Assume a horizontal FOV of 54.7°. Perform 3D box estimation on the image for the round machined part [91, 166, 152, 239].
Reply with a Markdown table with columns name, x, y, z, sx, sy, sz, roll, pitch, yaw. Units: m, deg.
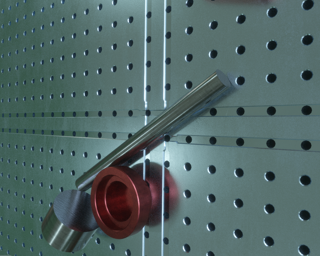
| name | x | y | z | sx | sy | sz | roll | pitch | yaw |
| --- | --- | --- | --- | --- | --- | --- | --- | --- | --- |
| round machined part | -0.051 | 0.102 | 0.438 | 0.098 | 0.042 | 0.097 | 0 | 90 | 39 |

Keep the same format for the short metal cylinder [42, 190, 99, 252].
| name | x | y | z | sx | sy | sz | roll | pitch | yaw |
| --- | --- | --- | --- | --- | --- | --- | --- | --- | --- |
| short metal cylinder | -0.135 | 0.143 | 0.482 | 0.080 | 0.081 | 0.050 | 48 | 118 | 29 |

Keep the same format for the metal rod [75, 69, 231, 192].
| name | x | y | z | sx | sy | sz | roll | pitch | yaw |
| --- | --- | --- | --- | --- | --- | --- | --- | --- | --- |
| metal rod | -0.029 | 0.019 | 0.430 | 0.299 | 0.025 | 0.025 | -37 | 68 | 33 |
